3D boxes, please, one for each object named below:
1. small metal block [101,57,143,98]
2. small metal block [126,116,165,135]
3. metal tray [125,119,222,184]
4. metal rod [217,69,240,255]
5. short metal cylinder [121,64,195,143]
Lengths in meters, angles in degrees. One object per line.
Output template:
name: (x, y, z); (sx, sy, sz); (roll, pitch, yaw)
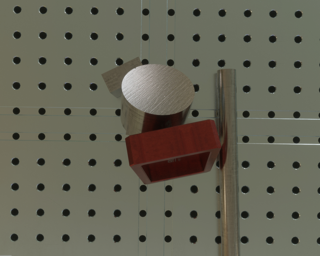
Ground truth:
small metal block: (-0.043, -0.064, 0.400); (0.050, 0.050, 0.025); (-26, 88, 0)
small metal block: (-0.015, 0.000, 0.401); (0.050, 0.050, 0.025); (10, 91, 0)
metal tray: (0.016, 0.033, 0.359); (0.091, 0.130, 0.030); (-12, 71, 0)
metal rod: (0.092, 0.072, 0.413); (0.025, 0.025, 0.298); (-1, 90, 0)
short metal cylinder: (-0.005, -0.029, 0.358); (0.081, 0.050, 0.080); (5, 50, -6)
